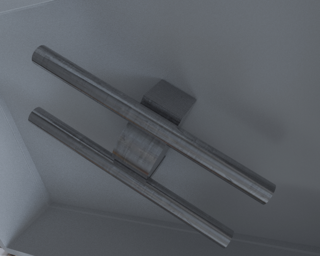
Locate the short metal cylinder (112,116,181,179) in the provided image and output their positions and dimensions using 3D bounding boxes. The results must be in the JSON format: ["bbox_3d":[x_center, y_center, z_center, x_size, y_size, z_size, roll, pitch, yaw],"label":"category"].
[{"bbox_3d":[-0.016,0.017,0.389,0.050,0.080,0.079,32,128,7],"label":"short metal cylinder"}]

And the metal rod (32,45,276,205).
[{"bbox_3d":[-0.013,-0.008,0.343,0.301,0.025,0.025,31,128,7],"label":"metal rod"}]

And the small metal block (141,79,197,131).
[{"bbox_3d":[0.009,-0.027,0.368,0.050,0.050,0.025,32,128,7],"label":"small metal block"}]

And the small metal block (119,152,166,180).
[{"bbox_3d":[-0.028,0.048,0.433,0.050,0.050,0.025,32,128,7],"label":"small metal block"}]

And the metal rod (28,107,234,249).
[{"bbox_3d":[-0.043,0.060,0.402,0.301,0.025,0.025,31,128,7],"label":"metal rod"}]
